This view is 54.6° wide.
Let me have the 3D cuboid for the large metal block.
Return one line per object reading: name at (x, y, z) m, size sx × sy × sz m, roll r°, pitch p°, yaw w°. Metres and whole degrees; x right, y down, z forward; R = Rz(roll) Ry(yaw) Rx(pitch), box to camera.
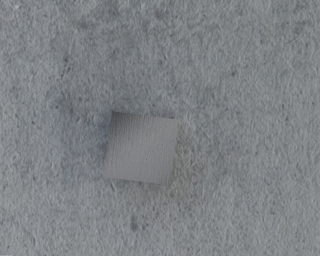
large metal block at (-0.023, 0.024, 0.397) m, size 0.080 × 0.050 × 0.080 m, roll 8°, pitch 90°, yaw 0°
